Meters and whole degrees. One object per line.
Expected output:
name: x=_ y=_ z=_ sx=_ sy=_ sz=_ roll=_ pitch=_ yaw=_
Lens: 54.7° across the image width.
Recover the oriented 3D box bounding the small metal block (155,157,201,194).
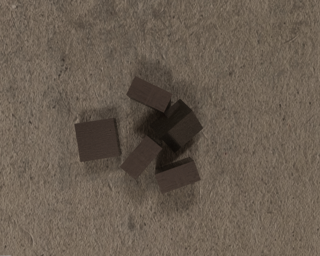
small metal block: x=0.022 y=0.059 z=0.398 sx=0.050 sy=0.050 sz=0.025 roll=-19 pitch=90 yaw=0

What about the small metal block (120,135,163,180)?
small metal block: x=-0.023 y=0.036 z=0.397 sx=0.025 sy=0.050 sz=0.050 roll=40 pitch=90 yaw=0

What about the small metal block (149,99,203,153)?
small metal block: x=0.022 y=-0.002 z=0.395 sx=0.050 sy=0.050 sz=0.025 roll=-41 pitch=55 yaw=0

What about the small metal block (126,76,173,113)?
small metal block: x=-0.013 y=-0.041 z=0.397 sx=0.050 sy=0.050 sz=0.025 roll=26 pitch=90 yaw=-1

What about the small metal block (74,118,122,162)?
small metal block: x=-0.081 y=0.015 z=0.409 sx=0.050 sy=0.025 sz=0.050 roll=-9 pitch=90 yaw=-1
